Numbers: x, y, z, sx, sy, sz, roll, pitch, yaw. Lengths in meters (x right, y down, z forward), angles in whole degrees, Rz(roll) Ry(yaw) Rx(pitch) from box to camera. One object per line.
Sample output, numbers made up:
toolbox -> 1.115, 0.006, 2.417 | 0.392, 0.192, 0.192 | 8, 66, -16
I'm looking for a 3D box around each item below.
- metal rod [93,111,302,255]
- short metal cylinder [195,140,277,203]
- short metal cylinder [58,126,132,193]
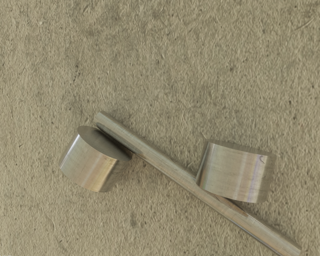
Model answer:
metal rod -> 0.034, 0.066, 0.396 | 0.300, 0.025, 0.025 | 34, 101, 16
short metal cylinder -> 0.085, 0.046, 0.350 | 0.080, 0.080, 0.050 | 13, 95, 19
short metal cylinder -> -0.084, 0.040, 0.408 | 0.080, 0.080, 0.050 | 36, 102, 16
